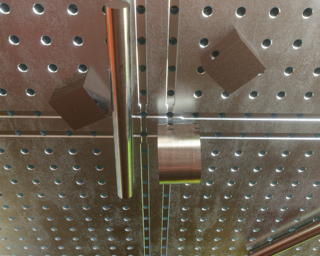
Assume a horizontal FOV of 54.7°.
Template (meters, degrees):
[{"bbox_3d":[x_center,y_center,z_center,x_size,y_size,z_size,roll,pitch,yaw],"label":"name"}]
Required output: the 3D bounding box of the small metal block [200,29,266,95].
[{"bbox_3d":[0.082,-0.073,0.350,0.050,0.025,0.050,-36,122,26],"label":"small metal block"}]

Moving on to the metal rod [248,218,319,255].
[{"bbox_3d":[0.289,0.184,0.570,0.025,0.025,0.299,34,122,-25],"label":"metal rod"}]

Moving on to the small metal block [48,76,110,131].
[{"bbox_3d":[-0.099,-0.030,0.385,0.050,0.025,0.050,-21,127,17],"label":"small metal block"}]

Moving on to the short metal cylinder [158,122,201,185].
[{"bbox_3d":[0.024,0.033,0.404,0.050,0.080,0.079,-2,130,1],"label":"short metal cylinder"}]

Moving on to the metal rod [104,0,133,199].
[{"bbox_3d":[-0.049,-0.009,0.403,0.025,0.025,0.298,2,130,-2],"label":"metal rod"}]
